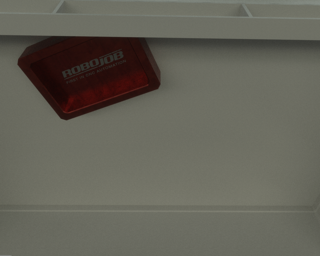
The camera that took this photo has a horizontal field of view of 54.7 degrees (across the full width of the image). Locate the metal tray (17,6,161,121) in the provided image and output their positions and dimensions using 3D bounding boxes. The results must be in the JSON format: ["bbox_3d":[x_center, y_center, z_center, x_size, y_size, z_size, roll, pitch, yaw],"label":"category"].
[{"bbox_3d":[-0.075,-0.067,0.347,0.130,0.030,0.090,-18,128,14],"label":"metal tray"}]
